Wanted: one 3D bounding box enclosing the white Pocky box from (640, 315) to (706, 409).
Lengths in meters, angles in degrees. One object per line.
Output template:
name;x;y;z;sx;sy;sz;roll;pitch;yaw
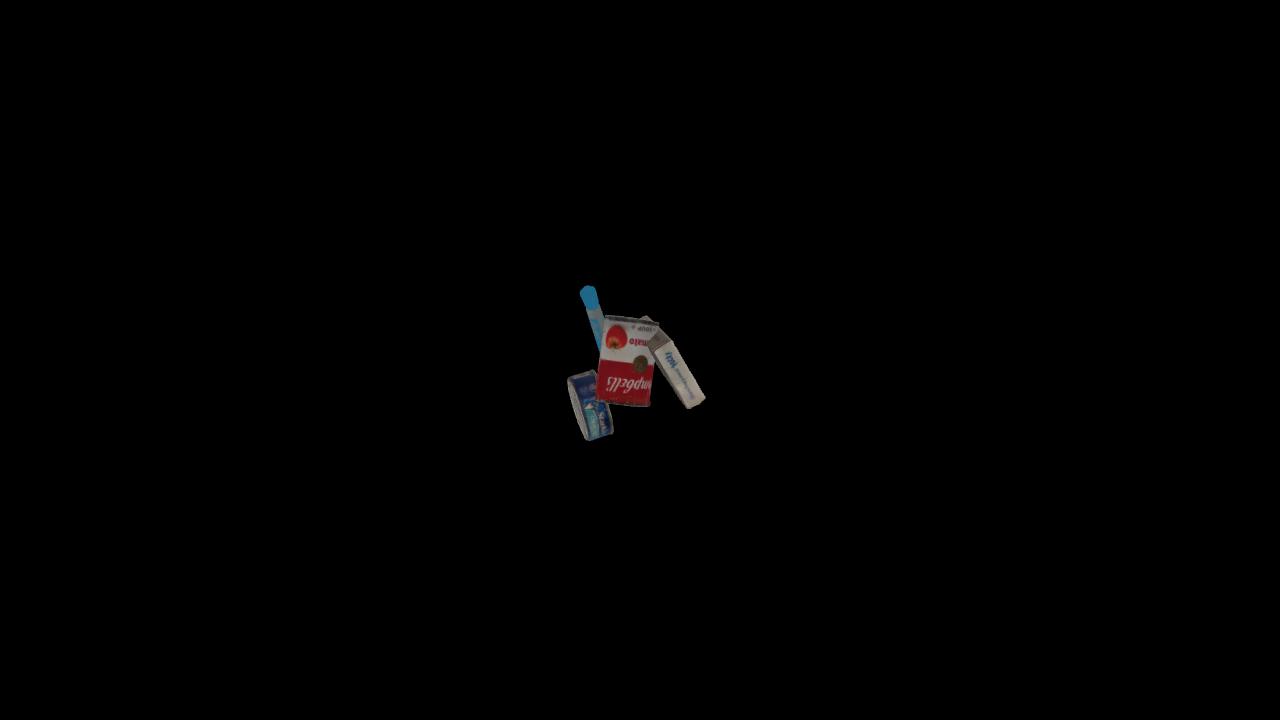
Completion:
white Pocky box;0.031;-0.002;0.747;0.028;0.084;0.154;-32;17;0

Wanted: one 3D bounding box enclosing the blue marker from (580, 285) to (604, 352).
blue marker;-0.049;-0.042;0.725;0.020;0.020;0.121;0;-39;12

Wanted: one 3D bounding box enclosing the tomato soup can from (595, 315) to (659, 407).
tomato soup can;-0.015;0.001;0.726;0.068;0.101;0.068;7;1;0

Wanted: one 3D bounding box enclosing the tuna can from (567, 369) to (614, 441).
tuna can;-0.062;0.056;0.753;0.034;0.084;0.084;-17;4;-13
